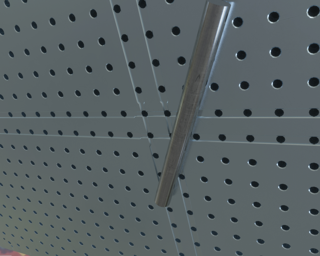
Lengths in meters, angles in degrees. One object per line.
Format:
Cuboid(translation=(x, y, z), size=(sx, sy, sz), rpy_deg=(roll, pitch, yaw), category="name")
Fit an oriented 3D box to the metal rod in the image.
Cuboid(translation=(0.031, -0.006, 0.391), size=(0.025, 0.025, 0.298), rpy_deg=(23, 127, 14), category="metal rod")
